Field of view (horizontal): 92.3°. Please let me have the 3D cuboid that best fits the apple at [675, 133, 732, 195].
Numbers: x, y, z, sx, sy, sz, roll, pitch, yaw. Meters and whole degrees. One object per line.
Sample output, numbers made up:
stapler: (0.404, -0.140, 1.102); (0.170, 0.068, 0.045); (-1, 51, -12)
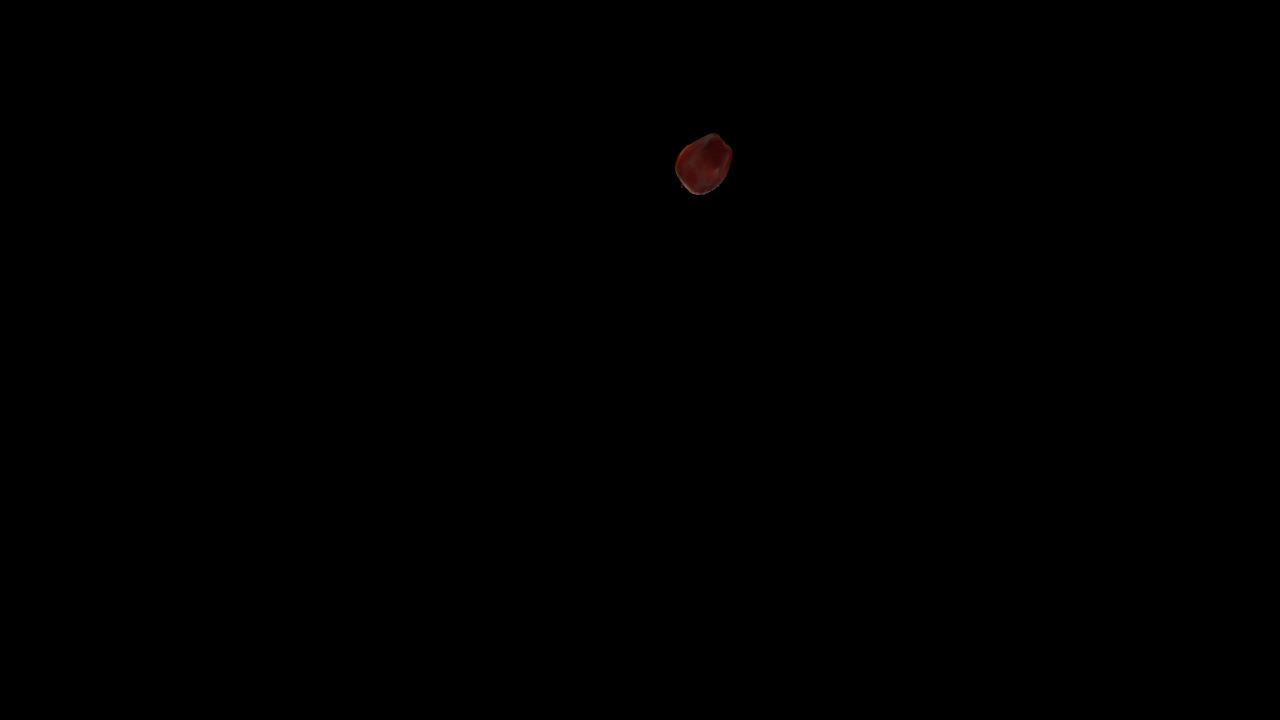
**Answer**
apple: (0.097, -0.297, 0.939); (0.093, 0.079, 0.079); (-43, -18, 20)
